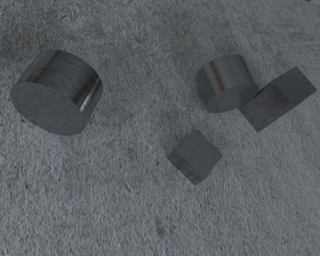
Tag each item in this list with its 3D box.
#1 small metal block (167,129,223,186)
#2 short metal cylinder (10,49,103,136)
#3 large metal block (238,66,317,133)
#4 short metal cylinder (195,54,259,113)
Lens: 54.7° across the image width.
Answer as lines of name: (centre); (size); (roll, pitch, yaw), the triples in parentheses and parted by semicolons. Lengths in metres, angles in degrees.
small metal block: (0.047, 0.038, 0.406); (0.050, 0.025, 0.050); (44, 51, 2)
short metal cylinder: (-0.108, -0.036, 0.332); (0.080, 0.080, 0.050); (27, 53, -12)
large metal block: (0.188, -0.046, 0.498); (0.081, 0.080, 0.050); (-28, 78, -37)
short metal cylinder: (0.098, -0.064, 0.460); (0.081, 0.080, 0.050); (-4, 64, -30)
